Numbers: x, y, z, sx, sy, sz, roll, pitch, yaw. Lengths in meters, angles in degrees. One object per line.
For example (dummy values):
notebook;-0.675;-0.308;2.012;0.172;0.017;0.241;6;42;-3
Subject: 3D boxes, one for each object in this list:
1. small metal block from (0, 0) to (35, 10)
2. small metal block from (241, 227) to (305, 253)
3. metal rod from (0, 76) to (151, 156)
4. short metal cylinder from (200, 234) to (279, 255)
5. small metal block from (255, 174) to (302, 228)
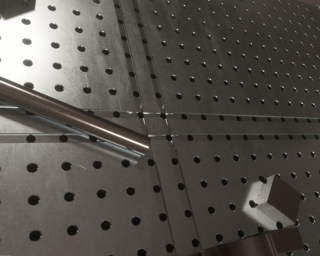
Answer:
small metal block;-0.204;-0.193;0.417;0.050;0.025;0.050;45;51;2
small metal block;0.137;0.142;0.381;0.050;0.050;0.025;4;60;-27
metal rod;-0.151;-0.033;0.347;0.302;0.025;0.025;23;53;-15
short metal cylinder;0.089;0.149;0.332;0.081;0.080;0.050;1;62;-28
small metal block;0.168;0.103;0.438;0.050;0.025;0.050;37;51;-4
